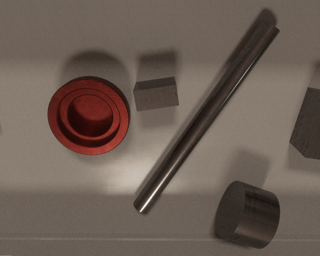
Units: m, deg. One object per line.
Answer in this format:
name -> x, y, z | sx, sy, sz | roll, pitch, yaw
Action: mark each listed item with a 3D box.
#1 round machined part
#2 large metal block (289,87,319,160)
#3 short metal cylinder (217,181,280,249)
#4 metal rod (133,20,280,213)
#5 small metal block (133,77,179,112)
round machined part -> -0.087, -0.018, 0.394 | 0.099, 0.042, 0.097 | 0, 110, -1
large metal block -> 0.228, -0.002, 0.400 | 0.081, 0.050, 0.079 | 9, 110, -4
short metal cylinder -> 0.119, 0.119, 0.428 | 0.050, 0.080, 0.079 | 20, 109, -8
metal rod -> 0.052, -0.003, 0.410 | 0.025, 0.025, 0.299 | 31, 107, -11
small metal block -> -0.004, -0.043, 0.382 | 0.050, 0.050, 0.025 | -8, 110, 2
